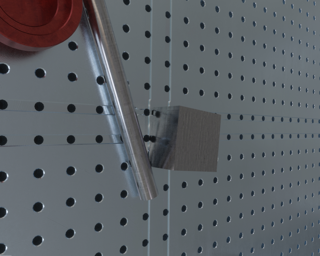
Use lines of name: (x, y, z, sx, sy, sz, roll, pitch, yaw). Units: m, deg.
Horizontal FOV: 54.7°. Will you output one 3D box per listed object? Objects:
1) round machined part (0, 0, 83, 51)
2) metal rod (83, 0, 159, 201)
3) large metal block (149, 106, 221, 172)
round machined part: (-0.128, -0.121, 0.291, 0.099, 0.042, 0.097, 0, 90, -40)
metal rod: (-0.051, -0.054, 0.365, 0.025, 0.025, 0.298, -24, 106, -37)
large metal block: (0.035, 0.016, 0.422, 0.081, 0.050, 0.080, 9, 85, -40)
